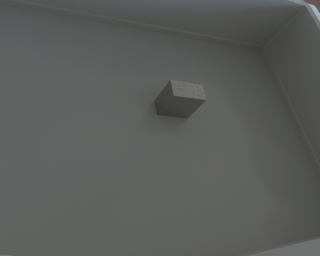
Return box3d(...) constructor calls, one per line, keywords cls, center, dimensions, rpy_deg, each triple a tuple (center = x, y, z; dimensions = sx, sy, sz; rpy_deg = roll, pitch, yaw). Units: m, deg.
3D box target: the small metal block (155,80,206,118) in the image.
box3d(cls="small metal block", center=(0.027, -0.039, 0.430), dimensions=(0.050, 0.050, 0.025), rpy_deg=(4, 60, -26))
